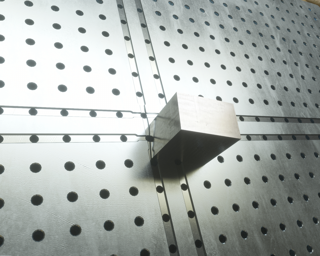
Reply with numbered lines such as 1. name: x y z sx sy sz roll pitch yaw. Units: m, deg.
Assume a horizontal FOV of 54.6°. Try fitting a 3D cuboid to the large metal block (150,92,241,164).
1. large metal block: 0.041 0.004 0.392 0.081 0.080 0.050 9 58 -24
